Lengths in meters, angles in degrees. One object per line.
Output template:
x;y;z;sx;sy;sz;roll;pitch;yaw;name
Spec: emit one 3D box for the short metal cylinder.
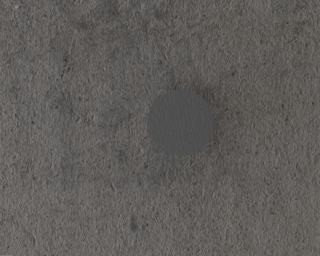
0.025;-0.006;0.398;0.080;0.050;0.080;0;90;0;short metal cylinder
